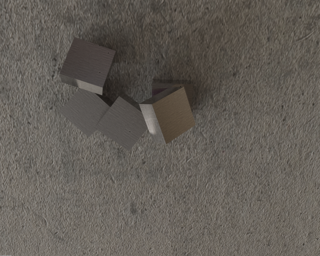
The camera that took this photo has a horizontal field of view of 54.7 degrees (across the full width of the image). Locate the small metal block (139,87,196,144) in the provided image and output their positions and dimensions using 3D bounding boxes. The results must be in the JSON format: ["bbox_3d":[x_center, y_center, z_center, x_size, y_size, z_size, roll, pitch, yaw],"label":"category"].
[{"bbox_3d":[0.010,-0.016,0.365,0.050,0.025,0.050,-32,113,-31],"label":"small metal block"}]

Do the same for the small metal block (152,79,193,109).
[{"bbox_3d":[0.015,-0.035,0.398,0.050,0.025,0.050,2,110,-1],"label":"small metal block"}]

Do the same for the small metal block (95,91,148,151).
[{"bbox_3d":[-0.043,-0.008,0.379,0.050,0.025,0.050,36,106,-13],"label":"small metal block"}]

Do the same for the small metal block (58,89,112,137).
[{"bbox_3d":[-0.092,-0.025,0.400,0.050,0.025,0.050,-43,105,14],"label":"small metal block"}]

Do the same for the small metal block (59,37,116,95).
[{"bbox_3d":[-0.085,-0.073,0.370,0.050,0.025,0.050,18,72,-7],"label":"small metal block"}]
